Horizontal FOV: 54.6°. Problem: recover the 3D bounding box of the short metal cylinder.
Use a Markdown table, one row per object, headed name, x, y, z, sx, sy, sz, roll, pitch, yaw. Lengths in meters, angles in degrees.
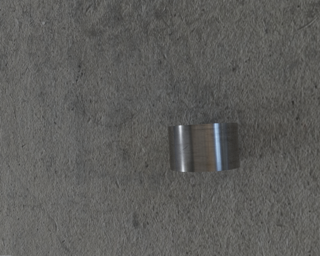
| name | x | y | z | sx | sy | sz | roll | pitch | yaw |
| --- | --- | --- | --- | --- | --- | --- | --- | --- | --- |
| short metal cylinder | 0.051 | 0.021 | 0.362 | 0.080 | 0.080 | 0.050 | -3 | 89 | 20 |
